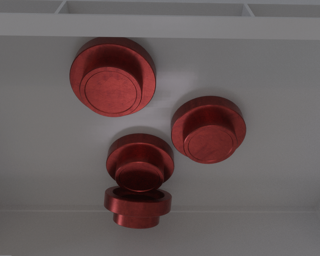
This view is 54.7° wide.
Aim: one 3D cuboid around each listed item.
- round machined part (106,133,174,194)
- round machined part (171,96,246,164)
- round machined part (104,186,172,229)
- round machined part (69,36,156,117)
[{"bbox_3d":[-0.029,0.058,0.446,0.099,0.042,0.097,0,130,0],"label":"round machined part"},{"bbox_3d":[0.064,0.010,0.407,0.099,0.042,0.097,0,130,0],"label":"round machined part"},{"bbox_3d":[-0.033,0.117,0.458,0.099,0.098,0.042,5,92,-5],"label":"round machined part"},{"bbox_3d":[-0.053,-0.051,0.354,0.099,0.042,0.097,0,130,0],"label":"round machined part"}]
